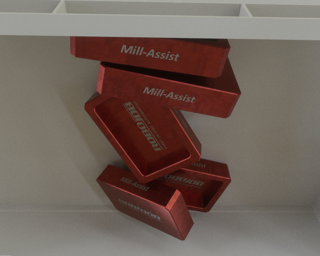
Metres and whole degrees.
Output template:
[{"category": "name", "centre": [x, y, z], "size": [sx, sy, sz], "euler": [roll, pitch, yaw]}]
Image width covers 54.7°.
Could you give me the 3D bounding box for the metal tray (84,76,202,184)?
[{"category": "metal tray", "centre": [-0.018, -0.001, 0.383], "size": [0.090, 0.030, 0.130], "euler": [-26, 111, 20]}]

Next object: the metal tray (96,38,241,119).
[{"category": "metal tray", "centre": [0.008, -0.059, 0.316], "size": [0.131, 0.090, 0.030], "euler": [10, 129, -9]}]

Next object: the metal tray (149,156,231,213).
[{"category": "metal tray", "centre": [0.030, 0.083, 0.476], "size": [0.131, 0.030, 0.089], "euler": [13, 129, -12]}]

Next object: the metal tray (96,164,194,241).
[{"category": "metal tray", "centre": [-0.022, 0.107, 0.450], "size": [0.130, 0.030, 0.090], "euler": [14, 142, 33]}]

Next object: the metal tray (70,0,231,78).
[{"category": "metal tray", "centre": [-0.008, -0.091, 0.288], "size": [0.131, 0.090, 0.030], "euler": [7, 130, -7]}]
